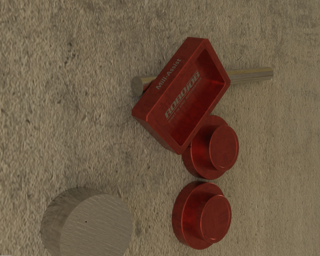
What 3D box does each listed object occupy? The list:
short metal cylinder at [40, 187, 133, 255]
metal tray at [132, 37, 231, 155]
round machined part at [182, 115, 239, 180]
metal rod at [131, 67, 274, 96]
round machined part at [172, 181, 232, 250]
[{"bbox_3d":[-0.076,0.106,0.326,0.081,0.050,0.079,0,90,-40],"label":"short metal cylinder"},{"bbox_3d":[0.033,-0.041,0.402,0.130,0.030,0.090,-54,134,-13],"label":"metal tray"},{"bbox_3d":[0.081,0.029,0.465,0.099,0.042,0.097,0,90,-40],"label":"round machined part"},{"bbox_3d":[0.086,-0.076,0.478,0.302,0.025,0.025,-12,98,-40],"label":"metal rod"},{"bbox_3d":[0.068,0.129,0.453,0.099,0.042,0.097,0,90,-40],"label":"round machined part"}]
